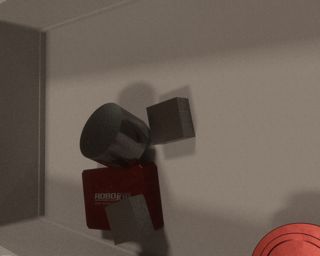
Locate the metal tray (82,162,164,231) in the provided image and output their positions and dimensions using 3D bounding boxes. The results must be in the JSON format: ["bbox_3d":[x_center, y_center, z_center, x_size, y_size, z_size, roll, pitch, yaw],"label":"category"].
[{"bbox_3d":[-0.058,0.100,0.450,0.130,0.030,0.089,-11,83,39],"label":"metal tray"}]

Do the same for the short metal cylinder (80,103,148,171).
[{"bbox_3d":[-0.063,0.012,0.421,0.080,0.050,0.080,-23,51,32],"label":"short metal cylinder"}]

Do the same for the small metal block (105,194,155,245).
[{"bbox_3d":[-0.040,0.118,0.398,0.050,0.025,0.050,-29,72,36],"label":"small metal block"}]

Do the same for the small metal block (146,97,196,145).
[{"bbox_3d":[0.013,-0.008,0.394,0.050,0.025,0.050,-16,80,38],"label":"small metal block"}]

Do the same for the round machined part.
[{"bbox_3d":[0.123,0.130,0.265,0.098,0.042,0.098,-20,48,25],"label":"round machined part"}]
